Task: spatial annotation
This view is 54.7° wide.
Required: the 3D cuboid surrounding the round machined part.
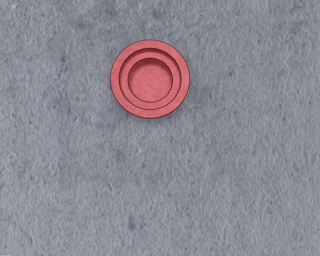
[{"bbox_3d":[-0.012,-0.060,0.401,0.099,0.042,0.097,0,90,-1],"label":"round machined part"}]
